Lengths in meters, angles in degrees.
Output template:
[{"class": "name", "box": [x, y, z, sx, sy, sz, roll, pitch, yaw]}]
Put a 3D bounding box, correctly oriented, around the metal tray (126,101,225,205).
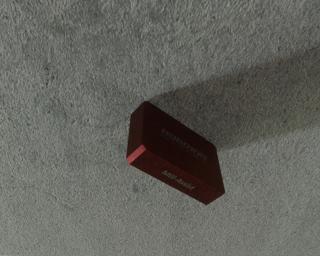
[{"class": "metal tray", "box": [0.021, 0.032, 0.393, 0.130, 0.090, 0.030, 32, 123, -25]}]
